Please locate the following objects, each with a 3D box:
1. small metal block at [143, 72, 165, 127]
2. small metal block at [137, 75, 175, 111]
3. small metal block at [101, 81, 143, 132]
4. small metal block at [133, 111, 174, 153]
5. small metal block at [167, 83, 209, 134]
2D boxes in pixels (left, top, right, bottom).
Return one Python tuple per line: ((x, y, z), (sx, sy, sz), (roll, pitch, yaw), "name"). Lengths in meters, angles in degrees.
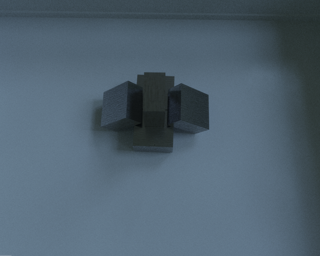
((-0.007, -0.034, 0.379), (0.025, 0.050, 0.050), (1, 70, 0), "small metal block")
((-0.007, -0.044, 0.423), (0.050, 0.025, 0.050), (3, 70, 0), "small metal block")
((-0.050, -0.027, 0.403), (0.050, 0.025, 0.050), (-17, 64, 40), "small metal block")
((-0.008, 0.004, 0.406), (0.050, 0.025, 0.050), (2, 70, 1), "small metal block")
((0.037, -0.024, 0.404), (0.050, 0.025, 0.050), (17, 66, -36), "small metal block")
